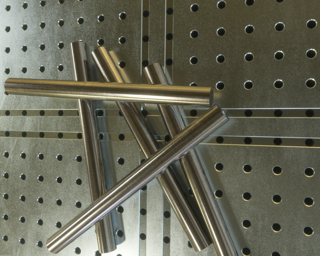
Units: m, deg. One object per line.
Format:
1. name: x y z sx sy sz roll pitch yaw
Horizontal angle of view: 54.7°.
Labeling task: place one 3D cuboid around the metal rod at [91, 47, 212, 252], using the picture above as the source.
1. metal rod: -0.016 0.021 0.417 0.025 0.025 0.299 -32 80 17

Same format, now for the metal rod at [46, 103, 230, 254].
1. metal rod: -0.039 0.073 0.398 0.300 0.025 0.025 -40 78 15

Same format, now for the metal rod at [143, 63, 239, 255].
1. metal rod: 0.044 0.056 0.396 0.025 0.025 0.299 -24 82 18

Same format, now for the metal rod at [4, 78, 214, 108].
1. metal rod: -0.081 -0.049 0.413 0.301 0.025 0.025 5 92 19

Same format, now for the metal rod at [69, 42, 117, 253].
1. metal rod: -0.097 0.025 0.445 0.025 0.025 0.298 -10 87 19
